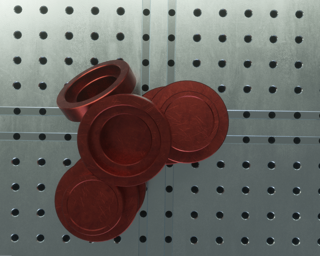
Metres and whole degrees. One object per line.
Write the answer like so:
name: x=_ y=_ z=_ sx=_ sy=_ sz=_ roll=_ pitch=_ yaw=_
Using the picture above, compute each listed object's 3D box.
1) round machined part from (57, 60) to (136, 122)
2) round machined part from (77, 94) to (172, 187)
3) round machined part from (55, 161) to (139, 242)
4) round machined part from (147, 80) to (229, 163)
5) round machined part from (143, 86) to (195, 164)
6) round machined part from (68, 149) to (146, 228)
round machined part: x=-0.074 y=-0.040 z=0.385 sx=0.098 sy=0.098 sz=0.042 roll=-27 pitch=125 yaw=0
round machined part: x=-0.036 y=0.011 z=0.341 sx=0.098 sy=0.042 sz=0.097 roll=0 pitch=98 yaw=3
round machined part: x=-0.074 y=0.085 z=0.362 sx=0.099 sy=0.042 sz=0.097 roll=0 pitch=90 yaw=0
round machined part: x=0.032 y=-0.007 z=0.362 sx=0.099 sy=0.042 sz=0.097 roll=0 pitch=89 yaw=0
round machined part: x=0.010 y=-0.003 z=0.384 sx=0.099 sy=0.042 sz=0.097 roll=0 pitch=90 yaw=0
round machined part: x=-0.067 y=0.075 z=0.384 sx=0.099 sy=0.042 sz=0.097 roll=0 pitch=90 yaw=0
